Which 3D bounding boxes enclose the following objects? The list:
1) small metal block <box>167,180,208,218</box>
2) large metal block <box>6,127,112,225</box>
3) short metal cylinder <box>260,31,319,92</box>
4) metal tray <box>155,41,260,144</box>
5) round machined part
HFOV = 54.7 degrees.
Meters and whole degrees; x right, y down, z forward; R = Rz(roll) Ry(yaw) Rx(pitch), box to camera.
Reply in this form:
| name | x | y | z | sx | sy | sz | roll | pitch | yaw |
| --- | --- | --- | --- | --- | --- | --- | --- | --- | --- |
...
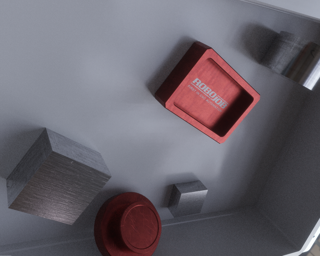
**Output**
| name | x | y | z | sx | sy | sz | roll | pitch | yaw |
| --- | --- | --- | --- | --- | --- | --- | --- | --- | --- |
| small metal block | 0.045 | 0.116 | 0.507 | 0.050 | 0.025 | 0.050 | -2 | 119 | -28 |
| large metal block | -0.119 | 0.059 | 0.365 | 0.080 | 0.050 | 0.080 | 33 | 100 | -39 |
| short metal cylinder | 0.185 | -0.090 | 0.421 | 0.081 | 0.080 | 0.050 | 16 | 110 | -35 |
| metal tray | 0.068 | -0.042 | 0.418 | 0.131 | 0.030 | 0.090 | 31 | 101 | -38 |
| round machined part | -0.037 | 0.137 | 0.427 | 0.099 | 0.098 | 0.042 | 17 | 152 | -35 |
